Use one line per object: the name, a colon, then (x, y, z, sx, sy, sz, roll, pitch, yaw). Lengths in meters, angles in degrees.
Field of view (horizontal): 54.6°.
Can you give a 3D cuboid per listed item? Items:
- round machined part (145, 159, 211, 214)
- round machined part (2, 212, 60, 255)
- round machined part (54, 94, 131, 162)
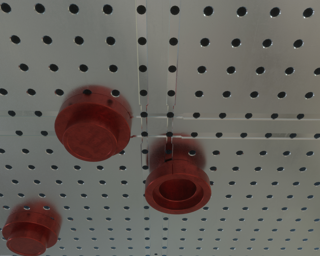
round machined part: (0.027, 0.086, 0.474, 0.099, 0.042, 0.097, 0, 130, 0)
round machined part: (-0.238, 0.199, 0.568, 0.099, 0.042, 0.097, 0, 130, 0)
round machined part: (-0.088, 0.007, 0.405, 0.099, 0.042, 0.097, 0, 130, 0)
